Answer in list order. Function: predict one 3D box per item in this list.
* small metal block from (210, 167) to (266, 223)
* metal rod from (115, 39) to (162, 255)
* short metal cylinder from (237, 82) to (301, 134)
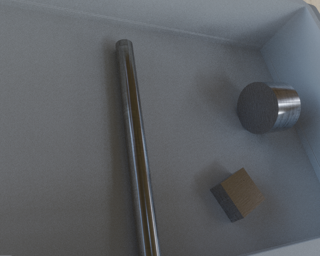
[{"bbox_3d":[0.103,0.088,0.410,0.050,0.025,0.050,-25,75,-37],"label":"small metal block"},{"bbox_3d":[-0.031,0.010,0.383,0.025,0.025,0.299,5,59,-26],"label":"metal rod"},{"bbox_3d":[0.168,-0.032,0.483,0.050,0.080,0.080,-5,65,-31],"label":"short metal cylinder"}]
